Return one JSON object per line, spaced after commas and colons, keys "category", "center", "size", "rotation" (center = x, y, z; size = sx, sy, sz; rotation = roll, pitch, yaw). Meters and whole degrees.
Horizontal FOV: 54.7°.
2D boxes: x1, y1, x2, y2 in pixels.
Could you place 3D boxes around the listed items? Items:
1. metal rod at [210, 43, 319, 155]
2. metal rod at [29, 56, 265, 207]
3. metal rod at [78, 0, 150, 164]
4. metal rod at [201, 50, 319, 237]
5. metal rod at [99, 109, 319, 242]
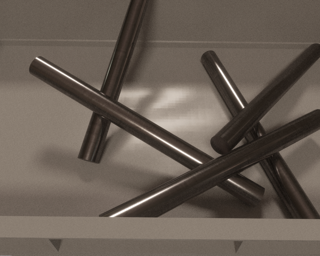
{"category": "metal rod", "center": [0.164, -0.055, 0.430], "size": [0.025, 0.025, 0.302], "rotation": [34, 50, 24]}
{"category": "metal rod", "center": [-0.020, 0.001, 0.358], "size": [0.301, 0.025, 0.025], "rotation": [31, 55, 6]}
{"category": "metal rod", "center": [-0.048, -0.101, 0.408], "size": [0.025, 0.025, 0.299], "rotation": [13, 76, 10]}
{"category": "metal rod", "center": [0.119, -0.005, 0.410], "size": [0.025, 0.025, 0.300], "rotation": [-12, 51, -10]}
{"category": "metal rod", "center": [0.080, 0.036, 0.330], "size": [0.302, 0.025, 0.025], "rotation": [-21, 53, -27]}
